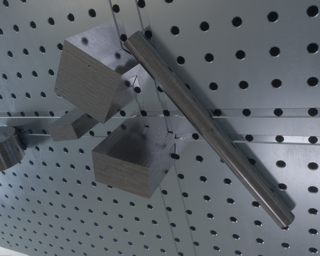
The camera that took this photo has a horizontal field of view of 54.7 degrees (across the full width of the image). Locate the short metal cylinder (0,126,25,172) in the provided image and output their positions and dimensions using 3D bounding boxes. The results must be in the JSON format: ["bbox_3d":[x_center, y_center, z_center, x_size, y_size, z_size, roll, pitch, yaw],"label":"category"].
[{"bbox_3d":[-0.291,0.038,0.552,0.080,0.080,0.050,5,121,26],"label":"short metal cylinder"}]

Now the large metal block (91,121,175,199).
[{"bbox_3d":[-0.033,0.040,0.417,0.080,0.080,0.050,14,124,20],"label":"large metal block"}]

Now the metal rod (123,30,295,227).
[{"bbox_3d":[0.064,0.006,0.381,0.300,0.025,0.025,49,129,-7],"label":"metal rod"}]

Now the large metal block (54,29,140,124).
[{"bbox_3d":[-0.081,-0.065,0.397,0.080,0.050,0.079,33,129,6],"label":"large metal block"}]

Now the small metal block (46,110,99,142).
[{"bbox_3d":[-0.129,-0.005,0.460,0.050,0.050,0.025,-6,116,31],"label":"small metal block"}]
